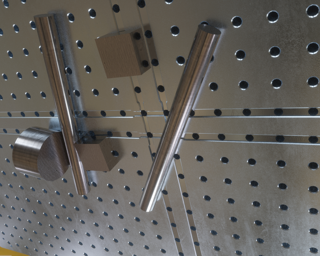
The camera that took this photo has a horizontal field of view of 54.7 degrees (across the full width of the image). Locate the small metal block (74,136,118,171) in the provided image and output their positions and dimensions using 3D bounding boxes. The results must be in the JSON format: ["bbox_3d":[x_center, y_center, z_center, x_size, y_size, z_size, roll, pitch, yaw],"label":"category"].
[{"bbox_3d":[-0.101,0.040,0.489,0.050,0.025,0.050,-2,118,29],"label":"small metal block"}]

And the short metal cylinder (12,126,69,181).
[{"bbox_3d":[-0.186,0.041,0.499,0.050,0.080,0.079,10,123,23],"label":"short metal cylinder"}]

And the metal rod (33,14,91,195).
[{"bbox_3d":[-0.143,-0.017,0.475,0.025,0.025,0.298,11,123,22],"label":"metal rod"}]

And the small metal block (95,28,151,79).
[{"bbox_3d":[-0.045,-0.090,0.379,0.050,0.025,0.050,-1,118,28],"label":"small metal block"}]

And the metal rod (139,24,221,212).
[{"bbox_3d":[0.015,0.011,0.410,0.025,0.025,0.298,27,128,11],"label":"metal rod"}]
